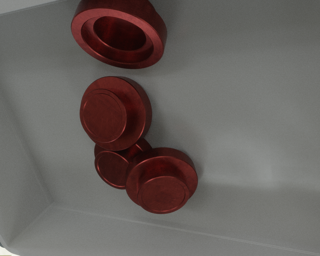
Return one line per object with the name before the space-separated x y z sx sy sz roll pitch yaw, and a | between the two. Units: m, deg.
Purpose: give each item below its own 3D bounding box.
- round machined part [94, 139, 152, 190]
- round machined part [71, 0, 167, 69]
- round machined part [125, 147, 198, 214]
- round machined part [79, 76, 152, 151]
round machined part | -0.057 0.052 0.460 0.098 0.042 0.097 13 124 21
round machined part | -0.040 -0.108 0.332 0.099 0.042 0.098 10 158 4
round machined part | 0.003 0.077 0.417 0.099 0.042 0.097 -3 123 -4
round machined part | -0.064 -0.018 0.400 0.098 0.042 0.097 4 100 22
